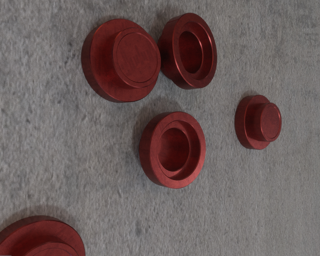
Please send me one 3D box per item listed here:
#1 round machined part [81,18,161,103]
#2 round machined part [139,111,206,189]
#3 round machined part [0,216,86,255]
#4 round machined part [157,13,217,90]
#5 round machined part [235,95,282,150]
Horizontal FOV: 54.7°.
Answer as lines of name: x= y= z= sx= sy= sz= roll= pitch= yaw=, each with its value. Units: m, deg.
round machined part: x=-0.038 y=-0.079 z=0.364 sx=0.099 sy=0.042 sz=0.097 roll=0 pitch=90 yaw=-40
round machined part: x=0.012 y=0.027 z=0.406 sx=0.099 sy=0.042 sz=0.097 roll=0 pitch=90 yaw=-40
round machined part: x=-0.116 y=0.138 z=0.298 sx=0.099 sy=0.042 sz=0.097 roll=0 pitch=90 yaw=-40
round machined part: x=0.033 y=-0.100 z=0.418 sx=0.099 sy=0.042 sz=0.097 roll=2 pitch=87 yaw=-48
round machined part: x=0.179 y=-0.010 z=0.547 sx=0.099 sy=0.042 sz=0.097 roll=0 pitch=90 yaw=-40
